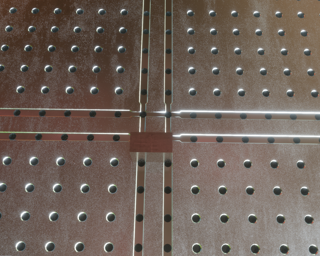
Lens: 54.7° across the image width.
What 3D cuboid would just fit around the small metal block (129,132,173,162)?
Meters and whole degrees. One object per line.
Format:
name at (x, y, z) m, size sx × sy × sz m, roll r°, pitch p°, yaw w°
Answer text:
small metal block at (-0.010, 0.025, 0.389) m, size 0.050 × 0.050 × 0.025 m, roll 1°, pitch 70°, yaw 0°
